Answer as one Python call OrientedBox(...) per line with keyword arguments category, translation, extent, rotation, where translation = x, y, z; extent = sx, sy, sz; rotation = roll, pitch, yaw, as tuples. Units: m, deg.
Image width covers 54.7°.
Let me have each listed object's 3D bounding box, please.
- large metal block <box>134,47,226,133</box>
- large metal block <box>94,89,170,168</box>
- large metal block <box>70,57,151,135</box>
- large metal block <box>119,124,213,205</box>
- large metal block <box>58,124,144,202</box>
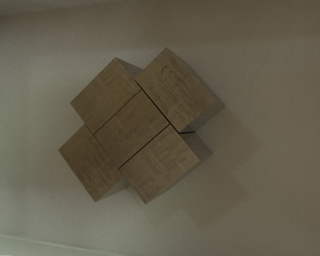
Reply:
OrientedBox(category="large metal block", translation=(0.027, -0.042, 0.370), extent=(0.050, 0.080, 0.080), rotation=(-42, 77, 15))
OrientedBox(category="large metal block", translation=(-0.020, 0.001, 0.387), extent=(0.080, 0.080, 0.050), rotation=(-42, 77, 15))
OrientedBox(category="large metal block", translation=(-0.051, -0.037, 0.397), extent=(0.080, 0.080, 0.050), rotation=(-42, 77, 15))
OrientedBox(category="large metal block", translation=(0.011, 0.040, 0.376), extent=(0.080, 0.080, 0.050), rotation=(-42, 77, 15))
OrientedBox(category="large metal block", translation=(-0.070, 0.041, 0.404), extent=(0.050, 0.080, 0.080), rotation=(-42, 77, 15))
